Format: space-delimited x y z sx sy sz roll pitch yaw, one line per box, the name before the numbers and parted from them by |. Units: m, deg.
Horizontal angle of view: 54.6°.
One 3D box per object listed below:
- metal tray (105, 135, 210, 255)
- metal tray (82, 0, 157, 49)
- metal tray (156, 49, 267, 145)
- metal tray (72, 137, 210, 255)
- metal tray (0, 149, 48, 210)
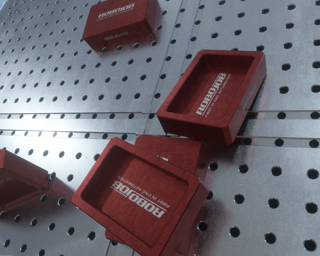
metal tray | -0.001 0.074 0.361 0.090 0.030 0.130 3 63 29
metal tray | -0.074 -0.202 0.569 0.130 0.030 0.090 -8 58 24
metal tray | 0.065 -0.044 0.378 0.090 0.030 0.130 11 53 33
metal tray | -0.025 0.072 0.335 0.130 0.030 0.090 22 73 36
metal tray | -0.241 0.083 0.443 0.130 0.090 0.030 -24 53 14
